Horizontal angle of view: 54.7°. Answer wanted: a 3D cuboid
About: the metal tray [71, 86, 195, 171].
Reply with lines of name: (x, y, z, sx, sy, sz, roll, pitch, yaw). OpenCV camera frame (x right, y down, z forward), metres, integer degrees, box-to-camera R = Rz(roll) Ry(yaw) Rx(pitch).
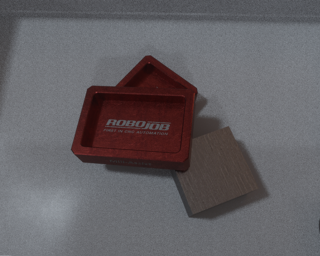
metal tray: (-0.028, -0.002, 0.362, 0.131, 0.030, 0.090, 3, 65, 10)

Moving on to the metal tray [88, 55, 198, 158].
metal tray: (-0.023, -0.025, 0.415, 0.090, 0.030, 0.130, 38, 74, 12)

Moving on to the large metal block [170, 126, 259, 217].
large metal block: (0.059, 0.054, 0.377, 0.081, 0.050, 0.080, -19, 71, -7)
